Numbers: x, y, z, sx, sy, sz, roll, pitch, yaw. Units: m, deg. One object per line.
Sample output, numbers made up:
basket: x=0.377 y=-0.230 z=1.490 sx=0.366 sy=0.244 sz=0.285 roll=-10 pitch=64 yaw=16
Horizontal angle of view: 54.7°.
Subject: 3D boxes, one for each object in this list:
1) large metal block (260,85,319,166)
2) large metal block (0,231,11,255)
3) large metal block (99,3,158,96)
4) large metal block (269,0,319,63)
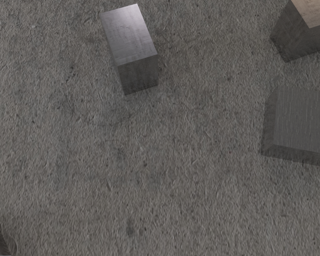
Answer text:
large metal block: x=0.180 y=-0.002 z=0.397 sx=0.080 sy=0.050 sz=0.080 roll=11 pitch=70 yaw=4
large metal block: x=-0.215 y=0.154 z=0.337 sx=0.080 sy=0.050 sz=0.080 roll=-31 pitch=73 yaw=-11
large metal block: x=-0.040 y=-0.102 z=0.416 sx=0.050 sy=0.080 sz=0.080 roll=-18 pitch=71 yaw=-6
large metal block: x=0.214 y=-0.145 z=0.433 sx=0.080 sy=0.080 sz=0.050 roll=-19 pitch=71 yaw=-7
